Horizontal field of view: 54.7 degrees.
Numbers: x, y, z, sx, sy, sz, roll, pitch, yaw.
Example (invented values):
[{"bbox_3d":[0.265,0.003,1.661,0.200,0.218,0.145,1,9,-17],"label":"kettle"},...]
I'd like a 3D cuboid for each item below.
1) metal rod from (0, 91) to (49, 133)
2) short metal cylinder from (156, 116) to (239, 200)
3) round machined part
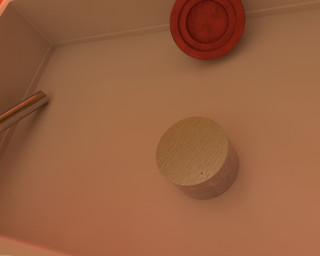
[{"bbox_3d":[-0.286,0.027,0.450,0.025,0.025,0.301,11,40,32],"label":"metal rod"},{"bbox_3d":[0.042,0.034,0.346,0.080,0.050,0.080,-13,56,20],"label":"short metal cylinder"},{"bbox_3d":[0.065,-0.146,0.426,0.098,0.098,0.042,-20,16,16],"label":"round machined part"}]
